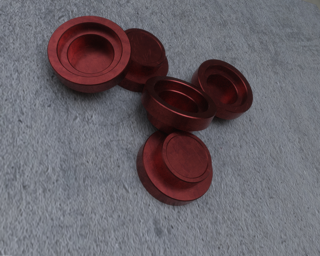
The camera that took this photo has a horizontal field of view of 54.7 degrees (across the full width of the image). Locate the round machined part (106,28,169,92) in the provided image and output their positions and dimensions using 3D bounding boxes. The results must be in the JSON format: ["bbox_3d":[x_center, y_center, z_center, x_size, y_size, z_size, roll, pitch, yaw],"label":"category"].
[{"bbox_3d":[-0.031,-0.102,0.441,0.099,0.042,0.098,14,56,-21],"label":"round machined part"}]

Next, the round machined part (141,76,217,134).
[{"bbox_3d":[0.021,-0.026,0.409,0.099,0.042,0.098,16,33,-11],"label":"round machined part"}]

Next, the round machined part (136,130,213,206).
[{"bbox_3d":[0.024,0.042,0.382,0.099,0.042,0.098,14,56,-21],"label":"round machined part"}]

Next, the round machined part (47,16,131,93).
[{"bbox_3d":[-0.086,-0.088,0.389,0.099,0.042,0.098,2,70,-6],"label":"round machined part"}]

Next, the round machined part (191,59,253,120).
[{"bbox_3d":[0.091,-0.055,0.479,0.099,0.042,0.098,14,56,-21],"label":"round machined part"}]
